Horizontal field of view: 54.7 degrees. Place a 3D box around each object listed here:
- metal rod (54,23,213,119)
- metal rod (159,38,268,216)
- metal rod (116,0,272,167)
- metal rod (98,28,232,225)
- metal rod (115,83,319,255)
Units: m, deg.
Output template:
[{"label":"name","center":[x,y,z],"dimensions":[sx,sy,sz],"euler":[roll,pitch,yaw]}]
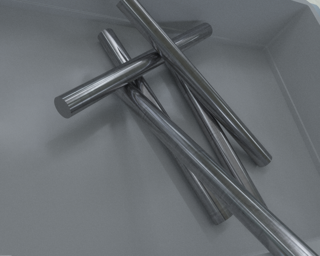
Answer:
[{"label":"metal rod","center":[-0.012,-0.092,0.417],"dimensions":[0.025,0.025,0.302],"euler":[47,49,4]},{"label":"metal rod","center":[0.065,-0.017,0.450],"dimensions":[0.025,0.025,0.299],"euler":[-16,70,-34]},{"label":"metal rod","center":[0.055,-0.055,0.422],"dimensions":[0.300,0.025,0.025],"euler":[46,50,-15]},{"label":"metal rod","center":[0.000,-0.011,0.411],"dimensions":[0.025,0.025,0.299],"euler":[-23,74,-36]},{"label":"metal rod","center":[0.028,0.023,0.325],"dimensions":[0.025,0.025,0.300],"euler":[-15,44,-34]}]
